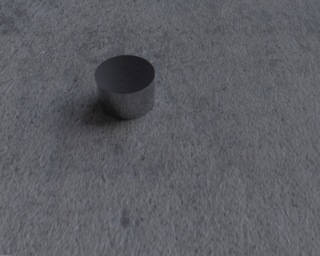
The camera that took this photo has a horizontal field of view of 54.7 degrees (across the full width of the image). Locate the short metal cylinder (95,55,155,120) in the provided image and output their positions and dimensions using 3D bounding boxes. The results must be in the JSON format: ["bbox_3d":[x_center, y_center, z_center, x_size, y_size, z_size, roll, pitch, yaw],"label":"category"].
[{"bbox_3d":[-0.047,-0.058,0.435,0.081,0.050,0.080,0,50,0],"label":"short metal cylinder"}]
